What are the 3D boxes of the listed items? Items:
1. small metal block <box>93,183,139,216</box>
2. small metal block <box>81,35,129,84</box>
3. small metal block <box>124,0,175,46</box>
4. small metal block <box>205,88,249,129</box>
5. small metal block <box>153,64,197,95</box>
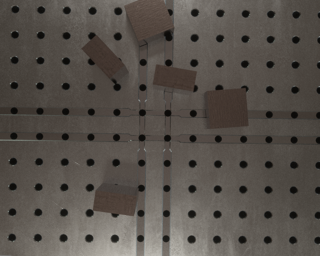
[{"bbox_3d":[-0.055,0.091,0.400,0.050,0.050,0.025,8,90,-1],"label":"small metal block"},{"bbox_3d":[-0.069,-0.086,0.400,0.025,0.050,0.050,-43,91,0],"label":"small metal block"},{"bbox_3d":[-0.014,-0.144,0.413,0.050,0.025,0.050,-22,90,-1],"label":"small metal block"},{"bbox_3d":[0.088,-0.025,0.415,0.050,0.025,0.050,-4,90,-1],"label":"small metal block"},{"bbox_3d":[0.018,-0.061,0.401,0.050,0.050,0.025,10,90,-1],"label":"small metal block"}]
